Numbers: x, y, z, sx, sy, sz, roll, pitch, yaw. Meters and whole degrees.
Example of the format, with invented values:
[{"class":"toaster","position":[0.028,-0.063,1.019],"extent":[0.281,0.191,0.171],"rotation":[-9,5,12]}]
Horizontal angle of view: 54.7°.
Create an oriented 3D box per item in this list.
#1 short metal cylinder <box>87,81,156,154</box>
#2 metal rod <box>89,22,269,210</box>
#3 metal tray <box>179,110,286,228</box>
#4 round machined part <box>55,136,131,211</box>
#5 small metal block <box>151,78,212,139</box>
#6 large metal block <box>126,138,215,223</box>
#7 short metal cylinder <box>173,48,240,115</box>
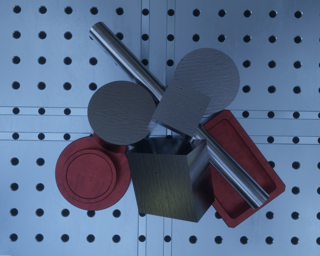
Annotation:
[{"class":"short metal cylinder","position":[-0.047,-0.012,0.386],"extent":[0.081,0.050,0.080],"rotation":[2,73,-8]},{"class":"metal rod","position":[0.017,-0.022,0.385],"extent":[0.025,0.025,0.300],"rotation":[-43,81,0]},{"class":"metal tray","position":[0.088,0.052,0.408],"extent":[0.090,0.030,0.130],"rotation":[-36,90,0]},{"class":"round machined part","position":[-0.087,0.059,0.400],"extent":[0.099,0.042,0.097],"rotation":[0,90,0]},{"class":"small metal block","position":[0.024,-0.021,0.357],"extent":[0.050,0.025,0.050],"rotation":[26,82,0]},{"class":"large metal block","position":[0.014,0.059,0.371],"extent":[0.080,0.050,0.079],"rotation":[-1,107,33]},{"class":"short metal cylinder","position":[0.056,-0.057,0.398],"extent":[0.081,0.050,0.079],"rotation":[0,90,0]}]
